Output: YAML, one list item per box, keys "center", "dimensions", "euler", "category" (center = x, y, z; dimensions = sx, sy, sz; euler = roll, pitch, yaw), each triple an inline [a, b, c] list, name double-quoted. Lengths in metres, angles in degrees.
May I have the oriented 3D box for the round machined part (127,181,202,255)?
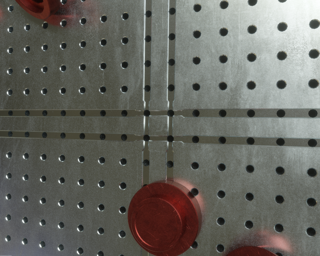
- center: [0.002, 0.120, 0.403]
  dimensions: [0.098, 0.042, 0.097]
  euler: [0, 90, 20]
  category: "round machined part"

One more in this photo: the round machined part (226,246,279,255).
- center: [0.101, 0.182, 0.343]
  dimensions: [0.098, 0.042, 0.098]
  euler: [-22, 51, 30]
  category: "round machined part"

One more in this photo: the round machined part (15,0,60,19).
- center: [-0.182, -0.213, 0.450]
  dimensions: [0.098, 0.098, 0.042]
  euler: [30, 61, 17]
  category: "round machined part"
